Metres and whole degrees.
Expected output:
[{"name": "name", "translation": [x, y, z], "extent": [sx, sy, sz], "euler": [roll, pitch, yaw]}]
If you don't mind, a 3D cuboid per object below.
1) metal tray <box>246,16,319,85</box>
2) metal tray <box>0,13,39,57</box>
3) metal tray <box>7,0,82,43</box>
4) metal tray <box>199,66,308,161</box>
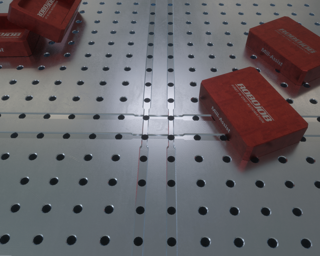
[{"name": "metal tray", "translation": [0.221, -0.133, 0.518], "extent": [0.091, 0.030, 0.130], "euler": [-24, 54, -19]}, {"name": "metal tray", "translation": [-0.284, -0.163, 0.540], "extent": [0.131, 0.030, 0.090], "euler": [-1, 50, -1]}, {"name": "metal tray", "translation": [-0.201, -0.216, 0.555], "extent": [0.090, 0.030, 0.130], "euler": [22, 44, -17]}, {"name": "metal tray", "translation": [0.123, -0.026, 0.427], "extent": [0.091, 0.030, 0.130], "euler": [-18, 52, -15]}]
